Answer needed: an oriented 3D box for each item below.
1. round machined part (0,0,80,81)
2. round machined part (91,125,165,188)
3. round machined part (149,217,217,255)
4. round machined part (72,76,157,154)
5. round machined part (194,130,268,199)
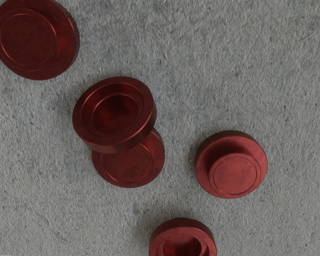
[{"bbox_3d":[-0.148,-0.103,0.361,0.099,0.042,0.097,0,110,0],"label":"round machined part"},{"bbox_3d":[-0.043,0.039,0.415,0.099,0.042,0.097,0,110,0],"label":"round machined part"},{"bbox_3d":[0.033,0.175,0.465,0.099,0.042,0.097,0,110,0],"label":"round machined part"},{"bbox_3d":[-0.052,-0.012,0.376,0.098,0.098,0.042,-14,147,5],"label":"round machined part"},{"bbox_3d":[0.098,0.056,0.422,0.099,0.042,0.097,0,110,0],"label":"round machined part"}]
